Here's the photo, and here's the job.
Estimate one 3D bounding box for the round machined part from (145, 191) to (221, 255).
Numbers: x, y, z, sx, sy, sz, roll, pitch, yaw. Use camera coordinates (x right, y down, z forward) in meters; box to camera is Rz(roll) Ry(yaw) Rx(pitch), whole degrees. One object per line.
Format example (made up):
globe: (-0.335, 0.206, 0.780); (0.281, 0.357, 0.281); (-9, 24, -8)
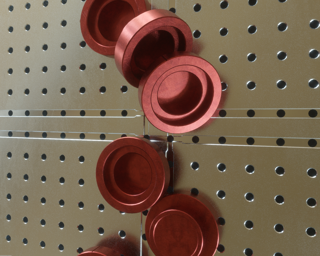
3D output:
round machined part: (0.026, 0.133, 0.395); (0.098, 0.042, 0.097); (0, 90, 20)

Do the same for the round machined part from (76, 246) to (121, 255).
round machined part: (-0.079, 0.213, 0.432); (0.098, 0.042, 0.097); (0, 90, 20)

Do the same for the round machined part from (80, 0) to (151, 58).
round machined part: (-0.055, -0.143, 0.423); (0.098, 0.042, 0.097); (0, 89, 21)

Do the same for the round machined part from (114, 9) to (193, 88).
round machined part: (-0.012, -0.100, 0.382); (0.098, 0.098, 0.042); (-49, 54, 14)

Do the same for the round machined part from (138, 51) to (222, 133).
round machined part: (0.021, -0.046, 0.378); (0.099, 0.042, 0.097); (-7, 118, -13)

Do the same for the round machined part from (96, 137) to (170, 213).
round machined part: (-0.033, 0.060, 0.415); (0.098, 0.042, 0.097); (0, 89, 21)
